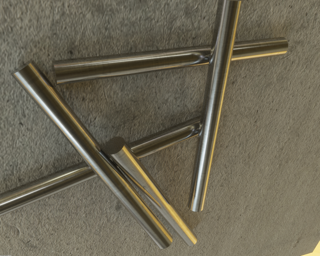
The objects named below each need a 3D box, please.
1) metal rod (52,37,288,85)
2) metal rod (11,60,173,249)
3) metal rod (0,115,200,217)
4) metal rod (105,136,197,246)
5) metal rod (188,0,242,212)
[{"bbox_3d":[0.030,-0.084,0.370,0.302,0.025,0.025,-12,124,-22],"label":"metal rod"},{"bbox_3d":[-0.063,0.052,0.371,0.025,0.025,0.299,-35,119,-5],"label":"metal rod"},{"bbox_3d":[-0.059,0.040,0.399,0.302,0.025,0.025,-21,127,-16],"label":"metal rod"},{"bbox_3d":[0.002,0.111,0.456,0.025,0.025,0.299,-35,135,-5],"label":"metal rod"},{"bbox_3d":[0.065,-0.008,0.403,0.025,0.025,0.298,-10,123,-23],"label":"metal rod"}]
